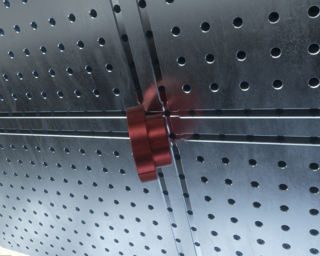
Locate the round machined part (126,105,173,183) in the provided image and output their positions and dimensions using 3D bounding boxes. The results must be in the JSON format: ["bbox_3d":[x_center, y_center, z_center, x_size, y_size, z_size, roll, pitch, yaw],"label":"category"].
[{"bbox_3d":[-0.011,0.018,0.394,0.042,0.098,0.097,-12,117,-1],"label":"round machined part"}]
